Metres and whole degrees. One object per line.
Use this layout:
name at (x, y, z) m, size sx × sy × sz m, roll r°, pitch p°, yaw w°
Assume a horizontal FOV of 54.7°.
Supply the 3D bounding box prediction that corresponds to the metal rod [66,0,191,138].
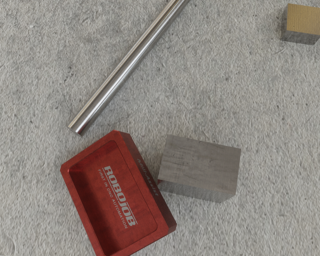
metal rod at (-0.029, -0.112, 0.448) m, size 0.025 × 0.025 × 0.300 m, roll 32°, pitch 73°, yaw 10°

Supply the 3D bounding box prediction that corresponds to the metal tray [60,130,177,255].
metal tray at (-0.051, 0.079, 0.358) m, size 0.090 × 0.030 × 0.130 m, roll -33°, pitch 72°, yaw 13°

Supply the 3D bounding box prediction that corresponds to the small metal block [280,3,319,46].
small metal block at (0.213, -0.157, 0.468) m, size 0.050 × 0.025 × 0.050 m, roll 10°, pitch 70°, yaw 3°

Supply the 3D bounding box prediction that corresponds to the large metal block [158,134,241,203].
large metal block at (0.042, 0.051, 0.361) m, size 0.080 × 0.080 × 0.050 m, roll 11°, pitch 71°, yaw 3°
